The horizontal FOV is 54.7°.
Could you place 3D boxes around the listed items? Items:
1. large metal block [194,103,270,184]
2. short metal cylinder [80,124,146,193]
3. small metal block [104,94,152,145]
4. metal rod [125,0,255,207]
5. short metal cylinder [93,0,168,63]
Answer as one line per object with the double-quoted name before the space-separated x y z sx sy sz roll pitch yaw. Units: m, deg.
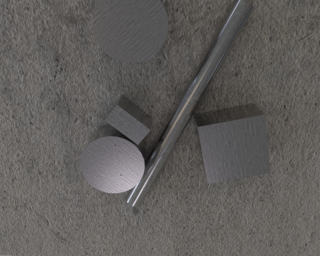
"large metal block" 0.093 0.019 0.404 0.080 0.050 0.079 -11 110 4
"short metal cylinder" -0.059 0.039 0.410 0.081 0.050 0.079 0 110 0
"small metal block" -0.038 -0.012 0.392 0.050 0.050 0.025 37 106 -13
"metal rod" 0.030 -0.019 0.402 0.025 0.025 0.298 26 108 -9
"short metal cylinder" -0.031 -0.118 0.353 0.081 0.050 0.079 0 110 0
